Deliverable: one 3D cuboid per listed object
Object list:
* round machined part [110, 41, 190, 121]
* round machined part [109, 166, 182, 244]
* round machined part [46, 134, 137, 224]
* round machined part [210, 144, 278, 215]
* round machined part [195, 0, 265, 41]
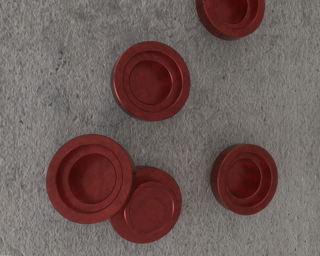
[{"bbox_3d":[-0.014,-0.057,0.394,0.099,0.042,0.097,0,90,-20],"label":"round machined part"},{"bbox_3d":[-0.017,0.099,0.394,0.099,0.042,0.097,0,90,-20],"label":"round machined part"},{"bbox_3d":[-0.075,0.059,0.357,0.098,0.042,0.098,-2,77,8],"label":"round machined part"},{"bbox_3d":[0.115,0.070,0.442,0.099,0.042,0.097,0,90,-20],"label":"round machined part"},{"bbox_3d":[0.093,-0.171,0.434,0.099,0.042,0.097,0,90,-20],"label":"round machined part"}]
